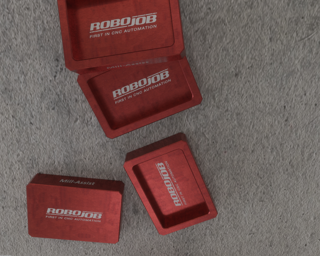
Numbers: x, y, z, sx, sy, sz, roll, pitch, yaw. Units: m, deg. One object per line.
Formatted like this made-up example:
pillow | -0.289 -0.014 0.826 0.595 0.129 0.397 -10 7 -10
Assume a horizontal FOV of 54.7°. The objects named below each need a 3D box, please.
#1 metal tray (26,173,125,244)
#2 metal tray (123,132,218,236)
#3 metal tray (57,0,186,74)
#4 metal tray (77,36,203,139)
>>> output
metal tray | -0.121 0.117 0.449 0.131 0.030 0.089 6 110 -3
metal tray | 0.017 0.081 0.436 0.090 0.030 0.129 -22 109 7
metal tray | -0.042 -0.114 0.342 0.131 0.030 0.089 -7 90 7
metal tray | -0.024 -0.051 0.387 0.130 0.030 0.090 -22 109 7
